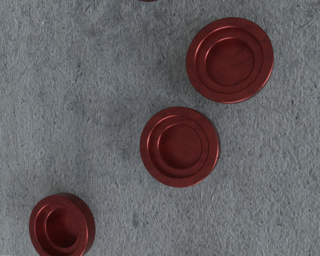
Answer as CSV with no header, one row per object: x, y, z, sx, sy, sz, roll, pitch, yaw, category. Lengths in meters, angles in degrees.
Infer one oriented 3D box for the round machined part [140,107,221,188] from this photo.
0.028,0.023,0.390,0.098,0.042,0.097,0,90,20,round machined part

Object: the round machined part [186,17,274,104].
0.084,-0.077,0.370,0.098,0.042,0.097,0,90,20,round machined part

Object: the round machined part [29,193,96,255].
-0.135,0.142,0.448,0.098,0.042,0.097,0,90,20,round machined part
